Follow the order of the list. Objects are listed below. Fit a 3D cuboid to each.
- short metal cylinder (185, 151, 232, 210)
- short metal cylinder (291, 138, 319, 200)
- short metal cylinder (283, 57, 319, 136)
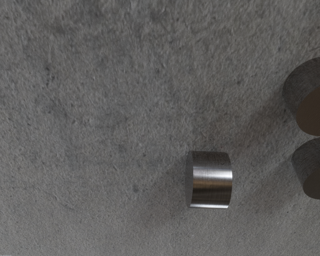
[{"bbox_3d":[0.065,0.072,0.434,0.050,0.080,0.079,3,130,-3],"label":"short metal cylinder"},{"bbox_3d":[0.238,0.058,0.444,0.081,0.050,0.079,0,130,0],"label":"short metal cylinder"},{"bbox_3d":[0.193,-0.036,0.363,0.081,0.050,0.079,0,130,0],"label":"short metal cylinder"}]
